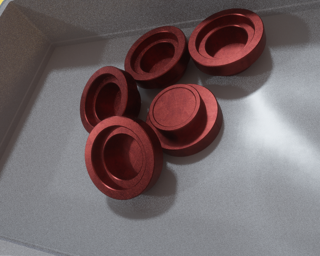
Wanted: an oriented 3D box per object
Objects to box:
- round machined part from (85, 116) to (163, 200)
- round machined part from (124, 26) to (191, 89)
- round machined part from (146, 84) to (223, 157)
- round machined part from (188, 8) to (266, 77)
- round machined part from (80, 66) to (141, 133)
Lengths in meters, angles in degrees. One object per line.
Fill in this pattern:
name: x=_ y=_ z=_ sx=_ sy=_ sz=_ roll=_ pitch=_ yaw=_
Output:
round machined part: x=-0.039 y=0.034 z=0.375 sx=0.098 sy=0.042 sz=0.097 roll=1 pitch=93 yaw=27
round machined part: x=0.001 y=-0.097 z=0.450 sx=0.098 sy=0.042 sz=0.098 roll=-15 pitch=55 yaw=23
round machined part: x=0.025 y=-0.016 z=0.391 sx=0.098 sy=0.042 sz=0.098 roll=-13 pitch=56 yaw=20
round machined part: x=0.091 y=-0.108 z=0.413 sx=0.098 sy=0.042 sz=0.098 roll=-13 pitch=56 yaw=20
round machined part: x=-0.065 y=-0.034 z=0.434 sx=0.098 sy=0.042 sz=0.098 roll=-9 pitch=76 yaw=39
